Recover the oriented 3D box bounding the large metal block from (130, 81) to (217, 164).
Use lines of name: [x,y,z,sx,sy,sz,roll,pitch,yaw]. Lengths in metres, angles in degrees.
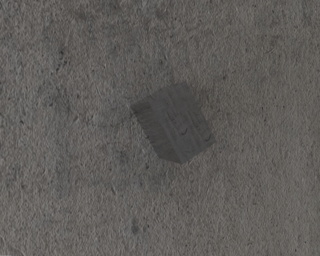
large metal block: [0.013,-0.006,0.384,0.050,0.080,0.080,-32,101,-17]
